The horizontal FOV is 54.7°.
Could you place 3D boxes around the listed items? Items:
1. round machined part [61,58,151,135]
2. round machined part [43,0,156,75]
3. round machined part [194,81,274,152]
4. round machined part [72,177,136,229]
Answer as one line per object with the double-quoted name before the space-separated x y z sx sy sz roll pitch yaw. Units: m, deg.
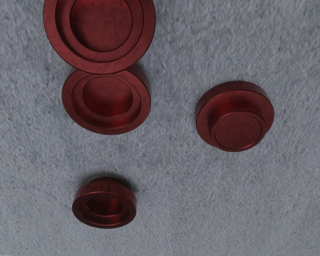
"round machined part" -0.059 -0.042 0.360 0.099 0.042 0.097 -1 130 0
"round machined part" -0.054 -0.100 0.292 0.099 0.042 0.097 -1 100 -3
"round machined part" 0.095 -0.007 0.392 0.099 0.042 0.097 -1 130 0
"round machined part" -0.086 0.115 0.493 0.099 0.042 0.097 -1 130 0
